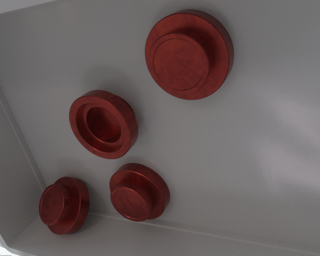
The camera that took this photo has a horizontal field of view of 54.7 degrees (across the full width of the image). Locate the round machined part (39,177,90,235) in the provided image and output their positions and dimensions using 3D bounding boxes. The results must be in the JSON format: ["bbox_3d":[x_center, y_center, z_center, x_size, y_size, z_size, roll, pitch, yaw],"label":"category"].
[{"bbox_3d":[-0.171,0.133,0.535,0.098,0.042,0.098,-12,68,34],"label":"round machined part"}]

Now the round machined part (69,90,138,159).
[{"bbox_3d":[-0.073,-0.008,0.431,0.098,0.042,0.097,13,124,21],"label":"round machined part"}]

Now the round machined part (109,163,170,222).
[{"bbox_3d":[-0.038,0.107,0.484,0.098,0.042,0.097,13,124,21],"label":"round machined part"}]

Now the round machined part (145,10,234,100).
[{"bbox_3d":[0.027,-0.074,0.338,0.098,0.042,0.097,13,124,21],"label":"round machined part"}]
